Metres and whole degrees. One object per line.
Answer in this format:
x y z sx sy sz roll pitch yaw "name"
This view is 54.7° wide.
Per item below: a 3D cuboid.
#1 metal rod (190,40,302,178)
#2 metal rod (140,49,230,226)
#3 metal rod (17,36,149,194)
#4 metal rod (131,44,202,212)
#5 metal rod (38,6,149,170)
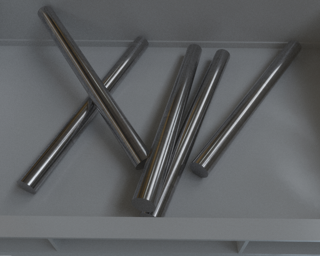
0.135 -0.043 0.441 0.025 0.025 0.301 30 56 22 "metal rod"
0.046 -0.011 0.414 0.025 0.025 0.301 17 52 14 "metal rod"
-0.090 -0.039 0.436 0.025 0.025 0.301 18 52 15 "metal rod"
0.020 -0.026 0.409 0.025 0.025 0.301 11 46 9 "metal rod"
-0.098 -0.069 0.424 0.025 0.025 0.299 -27 64 -20 "metal rod"
